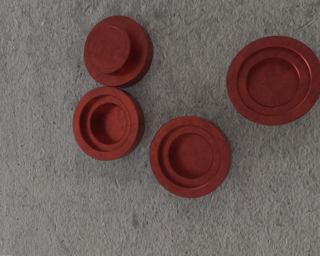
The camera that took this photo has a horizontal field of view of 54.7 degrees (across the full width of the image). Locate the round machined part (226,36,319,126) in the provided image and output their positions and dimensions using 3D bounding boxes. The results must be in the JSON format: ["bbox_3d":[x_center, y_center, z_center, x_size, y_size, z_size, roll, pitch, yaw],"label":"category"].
[{"bbox_3d":[0.129,-0.051,0.354,0.098,0.042,0.097,0,90,20],"label":"round machined part"}]

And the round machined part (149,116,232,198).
[{"bbox_3d":[0.040,0.034,0.386,0.098,0.042,0.097,0,90,20],"label":"round machined part"}]

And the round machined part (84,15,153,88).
[{"bbox_3d":[-0.062,-0.105,0.422,0.098,0.042,0.097,0,90,20],"label":"round machined part"}]

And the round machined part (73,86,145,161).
[{"bbox_3d":[-0.065,-0.006,0.423,0.098,0.042,0.097,0,90,20],"label":"round machined part"}]
